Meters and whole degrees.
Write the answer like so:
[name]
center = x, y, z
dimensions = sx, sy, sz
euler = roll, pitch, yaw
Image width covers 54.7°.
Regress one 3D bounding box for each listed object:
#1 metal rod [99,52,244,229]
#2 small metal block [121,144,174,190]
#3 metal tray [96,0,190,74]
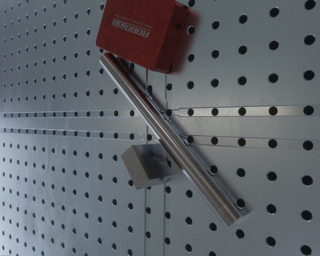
[metal rod]
center = 0.001, -0.001, 0.408
dimensions = 0.300, 0.025, 0.025
euler = 52, 120, 27
[small metal block]
center = -0.016, 0.049, 0.406
dimensions = 0.025, 0.050, 0.050
euler = -43, 64, 32
[metal tray]
center = -0.030, -0.139, 0.431
dimensions = 0.130, 0.030, 0.089
euler = 30, 109, 35
